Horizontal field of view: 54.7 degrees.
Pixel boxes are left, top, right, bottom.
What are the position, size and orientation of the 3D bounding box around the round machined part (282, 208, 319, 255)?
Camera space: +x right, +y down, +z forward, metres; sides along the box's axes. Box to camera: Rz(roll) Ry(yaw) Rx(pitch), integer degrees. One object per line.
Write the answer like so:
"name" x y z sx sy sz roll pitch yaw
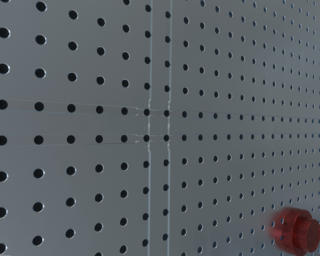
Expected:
"round machined part" 0.303 0.222 0.653 0.099 0.042 0.097 0 90 -40
